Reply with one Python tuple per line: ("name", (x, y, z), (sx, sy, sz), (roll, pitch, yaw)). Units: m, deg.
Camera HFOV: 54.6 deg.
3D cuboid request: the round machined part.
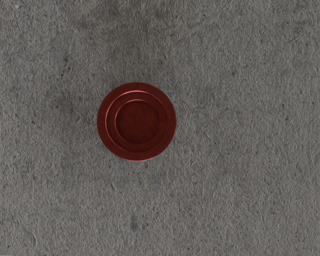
("round machined part", (-0.028, -0.008, 0.401), (0.099, 0.042, 0.097), (0, 90, 0))
